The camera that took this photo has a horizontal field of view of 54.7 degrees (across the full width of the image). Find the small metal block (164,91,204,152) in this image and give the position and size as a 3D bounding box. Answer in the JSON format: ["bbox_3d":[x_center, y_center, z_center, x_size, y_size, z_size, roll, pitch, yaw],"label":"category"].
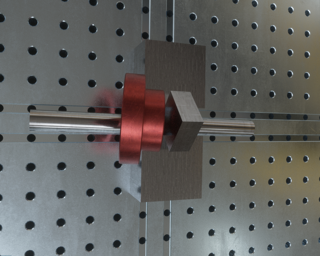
[{"bbox_3d":[0.023,-0.008,0.361,0.025,0.050,0.050,1,46,-20],"label":"small metal block"}]

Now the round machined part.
[{"bbox_3d":[-0.019,-0.009,0.336,0.042,0.098,0.097,4,89,-6],"label":"round machined part"}]

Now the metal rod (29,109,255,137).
[{"bbox_3d":[-0.008,-0.004,0.409,0.302,0.025,0.025,2,90,-20],"label":"metal rod"}]

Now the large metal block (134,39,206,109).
[{"bbox_3d":[0.011,-0.065,0.403,0.081,0.050,0.079,1,90,-20],"label":"large metal block"}]

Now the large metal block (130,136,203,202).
[{"bbox_3d":[0.007,0.049,0.402,0.081,0.050,0.080,1,90,-20],"label":"large metal block"}]
